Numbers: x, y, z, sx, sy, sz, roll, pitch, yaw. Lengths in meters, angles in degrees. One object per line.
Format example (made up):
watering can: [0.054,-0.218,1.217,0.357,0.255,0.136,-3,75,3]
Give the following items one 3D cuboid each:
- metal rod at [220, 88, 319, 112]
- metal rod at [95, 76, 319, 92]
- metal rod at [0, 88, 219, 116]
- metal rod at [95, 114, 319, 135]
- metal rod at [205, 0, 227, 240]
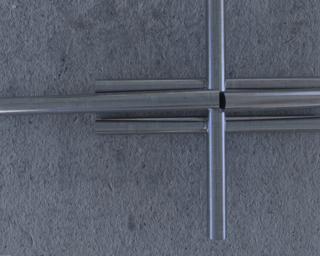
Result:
metal rod: [0.220,-0.038,0.389,0.302,0.025,0.025,-3,90,-11]
metal rod: [0.068,-0.055,0.411,0.302,0.025,0.025,-1,90,-1]
metal rod: [-0.080,-0.031,0.385,0.302,0.025,0.025,-1,90,9]
metal rod: [0.068,-0.005,0.411,0.302,0.025,0.025,-1,90,-1]
metal rod: [0.070,-0.013,0.387,0.025,0.025,0.298,0,90,-1]
